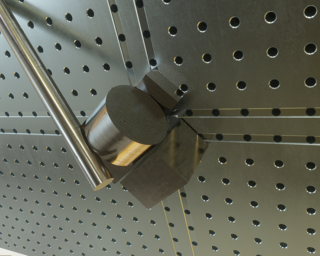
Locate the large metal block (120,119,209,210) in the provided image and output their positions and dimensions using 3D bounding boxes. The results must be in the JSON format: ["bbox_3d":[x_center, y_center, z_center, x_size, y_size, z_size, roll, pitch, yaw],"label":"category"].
[{"bbox_3d":[0.007,0.046,0.397,0.050,0.080,0.080,44,129,-3],"label":"large metal block"}]

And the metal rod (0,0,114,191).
[{"bbox_3d":[-0.145,-0.056,0.383,0.299,0.025,0.025,55,131,16],"label":"metal rod"}]

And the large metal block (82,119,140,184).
[{"bbox_3d":[-0.056,0.013,0.413,0.080,0.080,0.050,44,129,-3],"label":"large metal block"}]

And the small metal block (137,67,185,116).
[{"bbox_3d":[-0.005,-0.038,0.390,0.050,0.025,0.050,41,129,-1],"label":"small metal block"}]

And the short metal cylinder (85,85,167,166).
[{"bbox_3d":[-0.039,-0.003,0.360,0.080,0.080,0.050,45,129,-4],"label":"short metal cylinder"}]
